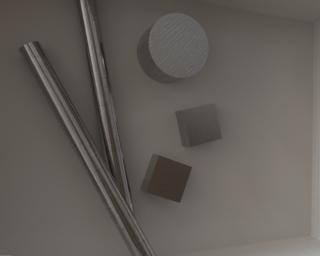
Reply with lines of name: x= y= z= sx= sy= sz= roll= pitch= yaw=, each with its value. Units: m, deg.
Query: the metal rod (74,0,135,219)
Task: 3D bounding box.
metal rod: x=-0.069 y=-0.029 z=0.385 sx=0.025 sy=0.025 sz=0.298 roll=-11 pitch=94 yaw=-20

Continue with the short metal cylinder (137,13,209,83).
short metal cylinder: x=0.016 y=-0.102 z=0.404 sx=0.081 sy=0.050 sz=0.079 roll=0 pitch=90 yaw=-21

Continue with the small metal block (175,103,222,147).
small metal block: x=0.054 y=-0.004 z=0.432 sx=0.050 sy=0.025 sz=0.050 roll=-14 pitch=95 yaw=-20

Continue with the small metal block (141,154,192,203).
small metal block: x=0.008 y=0.067 z=0.415 sx=0.050 sy=0.025 sz=0.050 roll=22 pitch=83 yaw=-19

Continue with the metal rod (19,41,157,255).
metal rod: x=-0.080 y=0.038 z=0.364 sx=0.025 sy=0.025 sz=0.299 roll=-29 pitch=93 yaw=-18
